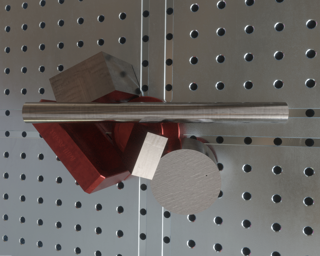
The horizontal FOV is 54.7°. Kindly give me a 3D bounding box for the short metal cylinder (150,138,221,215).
[{"bbox_3d":[0.031,0.057,0.375,0.080,0.050,0.079,1,102,4],"label":"short metal cylinder"}]

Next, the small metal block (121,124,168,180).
[{"bbox_3d":[-0.020,0.025,0.359,0.025,0.050,0.050,19,96,-24],"label":"small metal block"}]

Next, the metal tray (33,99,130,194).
[{"bbox_3d":[-0.102,0.021,0.412,0.030,0.090,0.130,-45,76,14],"label":"metal tray"}]

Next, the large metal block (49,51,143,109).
[{"bbox_3d":[-0.081,-0.053,0.409,0.080,0.080,0.050,-22,83,18],"label":"large metal block"}]

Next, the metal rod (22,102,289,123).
[{"bbox_3d":[-0.005,-0.018,0.363,0.302,0.025,0.025,0,90,0],"label":"metal rod"}]

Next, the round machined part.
[{"bbox_3d":[-0.021,0.006,0.413,0.098,0.042,0.097,0,90,19],"label":"round machined part"}]
